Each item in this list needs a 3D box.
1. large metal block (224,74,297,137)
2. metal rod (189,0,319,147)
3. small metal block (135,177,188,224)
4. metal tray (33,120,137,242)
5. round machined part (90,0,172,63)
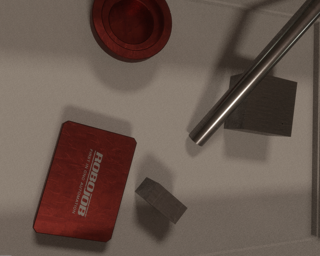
[{"bbox_3d":[0.146,-0.032,0.453,0.081,0.050,0.080,9,87,-20],"label":"large metal block"},{"bbox_3d":[0.142,-0.093,0.393,0.025,0.025,0.299,35,106,-17],"label":"metal rod"},{"bbox_3d":[0.000,0.092,0.399,0.050,0.050,0.025,43,76,-15],"label":"small metal block"},{"bbox_3d":[-0.089,0.064,0.376,0.091,0.030,0.129,16,84,-20],"label":"metal tray"},{"bbox_3d":[-0.038,-0.130,0.388,0.099,0.042,0.097,0,90,-21],"label":"round machined part"}]
